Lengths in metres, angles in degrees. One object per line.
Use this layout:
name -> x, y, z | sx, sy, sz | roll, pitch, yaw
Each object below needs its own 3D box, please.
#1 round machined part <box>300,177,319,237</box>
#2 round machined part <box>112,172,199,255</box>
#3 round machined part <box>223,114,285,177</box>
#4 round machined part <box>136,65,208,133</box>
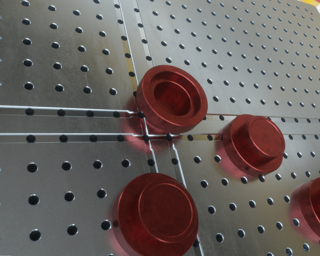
round machined part -> 0.266, 0.120, 0.470 | 0.099, 0.042, 0.098 | 14, 56, -21
round machined part -> 0.001, 0.095, 0.341 | 0.099, 0.042, 0.098 | 14, 56, -21
round machined part -> 0.148, 0.020, 0.467 | 0.099, 0.042, 0.098 | 14, 56, -21
round machined part -> 0.013, -0.036, 0.428 | 0.099, 0.042, 0.098 | 14, 56, -21
